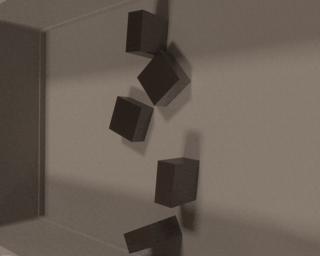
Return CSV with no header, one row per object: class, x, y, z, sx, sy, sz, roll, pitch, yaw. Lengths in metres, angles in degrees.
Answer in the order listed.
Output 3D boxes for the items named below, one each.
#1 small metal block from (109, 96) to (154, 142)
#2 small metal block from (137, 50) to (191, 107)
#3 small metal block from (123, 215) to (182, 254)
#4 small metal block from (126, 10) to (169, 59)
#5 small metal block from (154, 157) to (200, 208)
small metal block,-0.041,-0.013,0.439,0.050,0.025,0.050,27,107,36
small metal block,0.004,-0.063,0.401,0.050,0.025,0.050,-45,63,30
small metal block,-0.009,0.136,0.396,0.050,0.050,0.025,-31,71,35
small metal block,-0.016,-0.119,0.402,0.025,0.050,0.050,8,95,39
small metal block,0.021,0.064,0.371,0.025,0.050,0.050,8,95,39
